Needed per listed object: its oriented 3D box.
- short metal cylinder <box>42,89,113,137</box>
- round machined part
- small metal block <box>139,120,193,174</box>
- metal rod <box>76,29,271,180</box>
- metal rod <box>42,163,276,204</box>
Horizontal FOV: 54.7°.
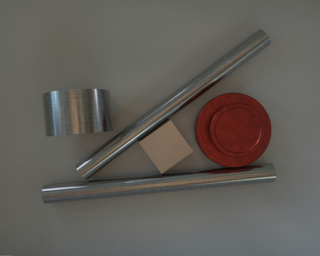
[{"bbox_3d":[-0.100,-0.018,0.382,0.081,0.080,0.050,-5,90,-1],"label":"short metal cylinder"},{"bbox_3d":[0.096,0.003,0.401,0.099,0.042,0.097,0,90,-1],"label":"round machined part"},{"bbox_3d":[0.008,0.024,0.409,0.050,0.025,0.050,-36,90,0],"label":"small metal block"},{"bbox_3d":[0.018,-0.031,0.410,0.301,0.025,0.025,-36,90,-1],"label":"metal rod"},{"bbox_3d":[-0.001,0.073,0.410,0.302,0.025,0.025,-5,90,-1],"label":"metal rod"}]
